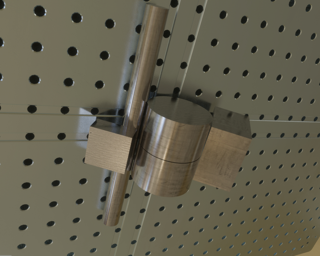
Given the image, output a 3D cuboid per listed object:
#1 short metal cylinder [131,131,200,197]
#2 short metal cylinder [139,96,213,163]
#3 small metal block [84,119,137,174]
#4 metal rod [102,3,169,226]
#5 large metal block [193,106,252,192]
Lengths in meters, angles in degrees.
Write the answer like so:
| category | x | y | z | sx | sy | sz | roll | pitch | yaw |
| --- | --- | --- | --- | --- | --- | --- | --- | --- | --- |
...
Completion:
| category | x | y | z | sx | sy | sz | roll | pitch | yaw |
| --- | --- | --- | --- | --- | --- | --- | --- | --- | --- |
| short metal cylinder | 0.007 | 0.044 | 0.402 | 0.081 | 0.080 | 0.050 | 0 | 118 | -29 |
| short metal cylinder | 0.019 | 0.000 | 0.380 | 0.081 | 0.080 | 0.050 | 0 | 118 | -29 |
| small metal block | -0.059 | 0.022 | 0.373 | 0.050 | 0.025 | 0.050 | 16 | 114 | 3 |
| metal rod | -0.037 | 0.003 | 0.387 | 0.025 | 0.025 | 0.298 | 0 | 118 | -29 |
| large metal block | 0.085 | 0.026 | 0.424 | 0.050 | 0.080 | 0.079 | 18 | 115 | 5 |
